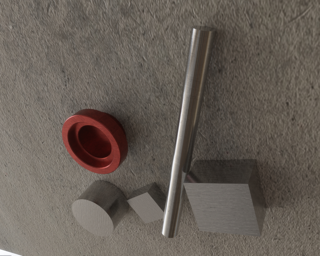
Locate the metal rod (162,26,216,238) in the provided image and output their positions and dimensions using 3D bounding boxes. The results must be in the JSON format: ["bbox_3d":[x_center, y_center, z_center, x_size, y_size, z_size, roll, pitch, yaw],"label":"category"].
[{"bbox_3d":[0.030,0.026,0.392,0.025,0.025,0.298,17,121,18],"label":"metal rod"}]

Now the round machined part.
[{"bbox_3d":[-0.089,0.016,0.450,0.098,0.042,0.097,13,124,20],"label":"round machined part"}]

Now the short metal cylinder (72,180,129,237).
[{"bbox_3d":[-0.100,0.136,0.525,0.080,0.050,0.079,13,124,20],"label":"short metal cylinder"}]

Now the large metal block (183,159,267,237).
[{"bbox_3d":[0.086,0.088,0.399,0.080,0.050,0.080,-5,116,30],"label":"large metal block"}]

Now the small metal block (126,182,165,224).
[{"bbox_3d":[-0.016,0.118,0.487,0.050,0.025,0.050,-30,102,37],"label":"small metal block"}]
